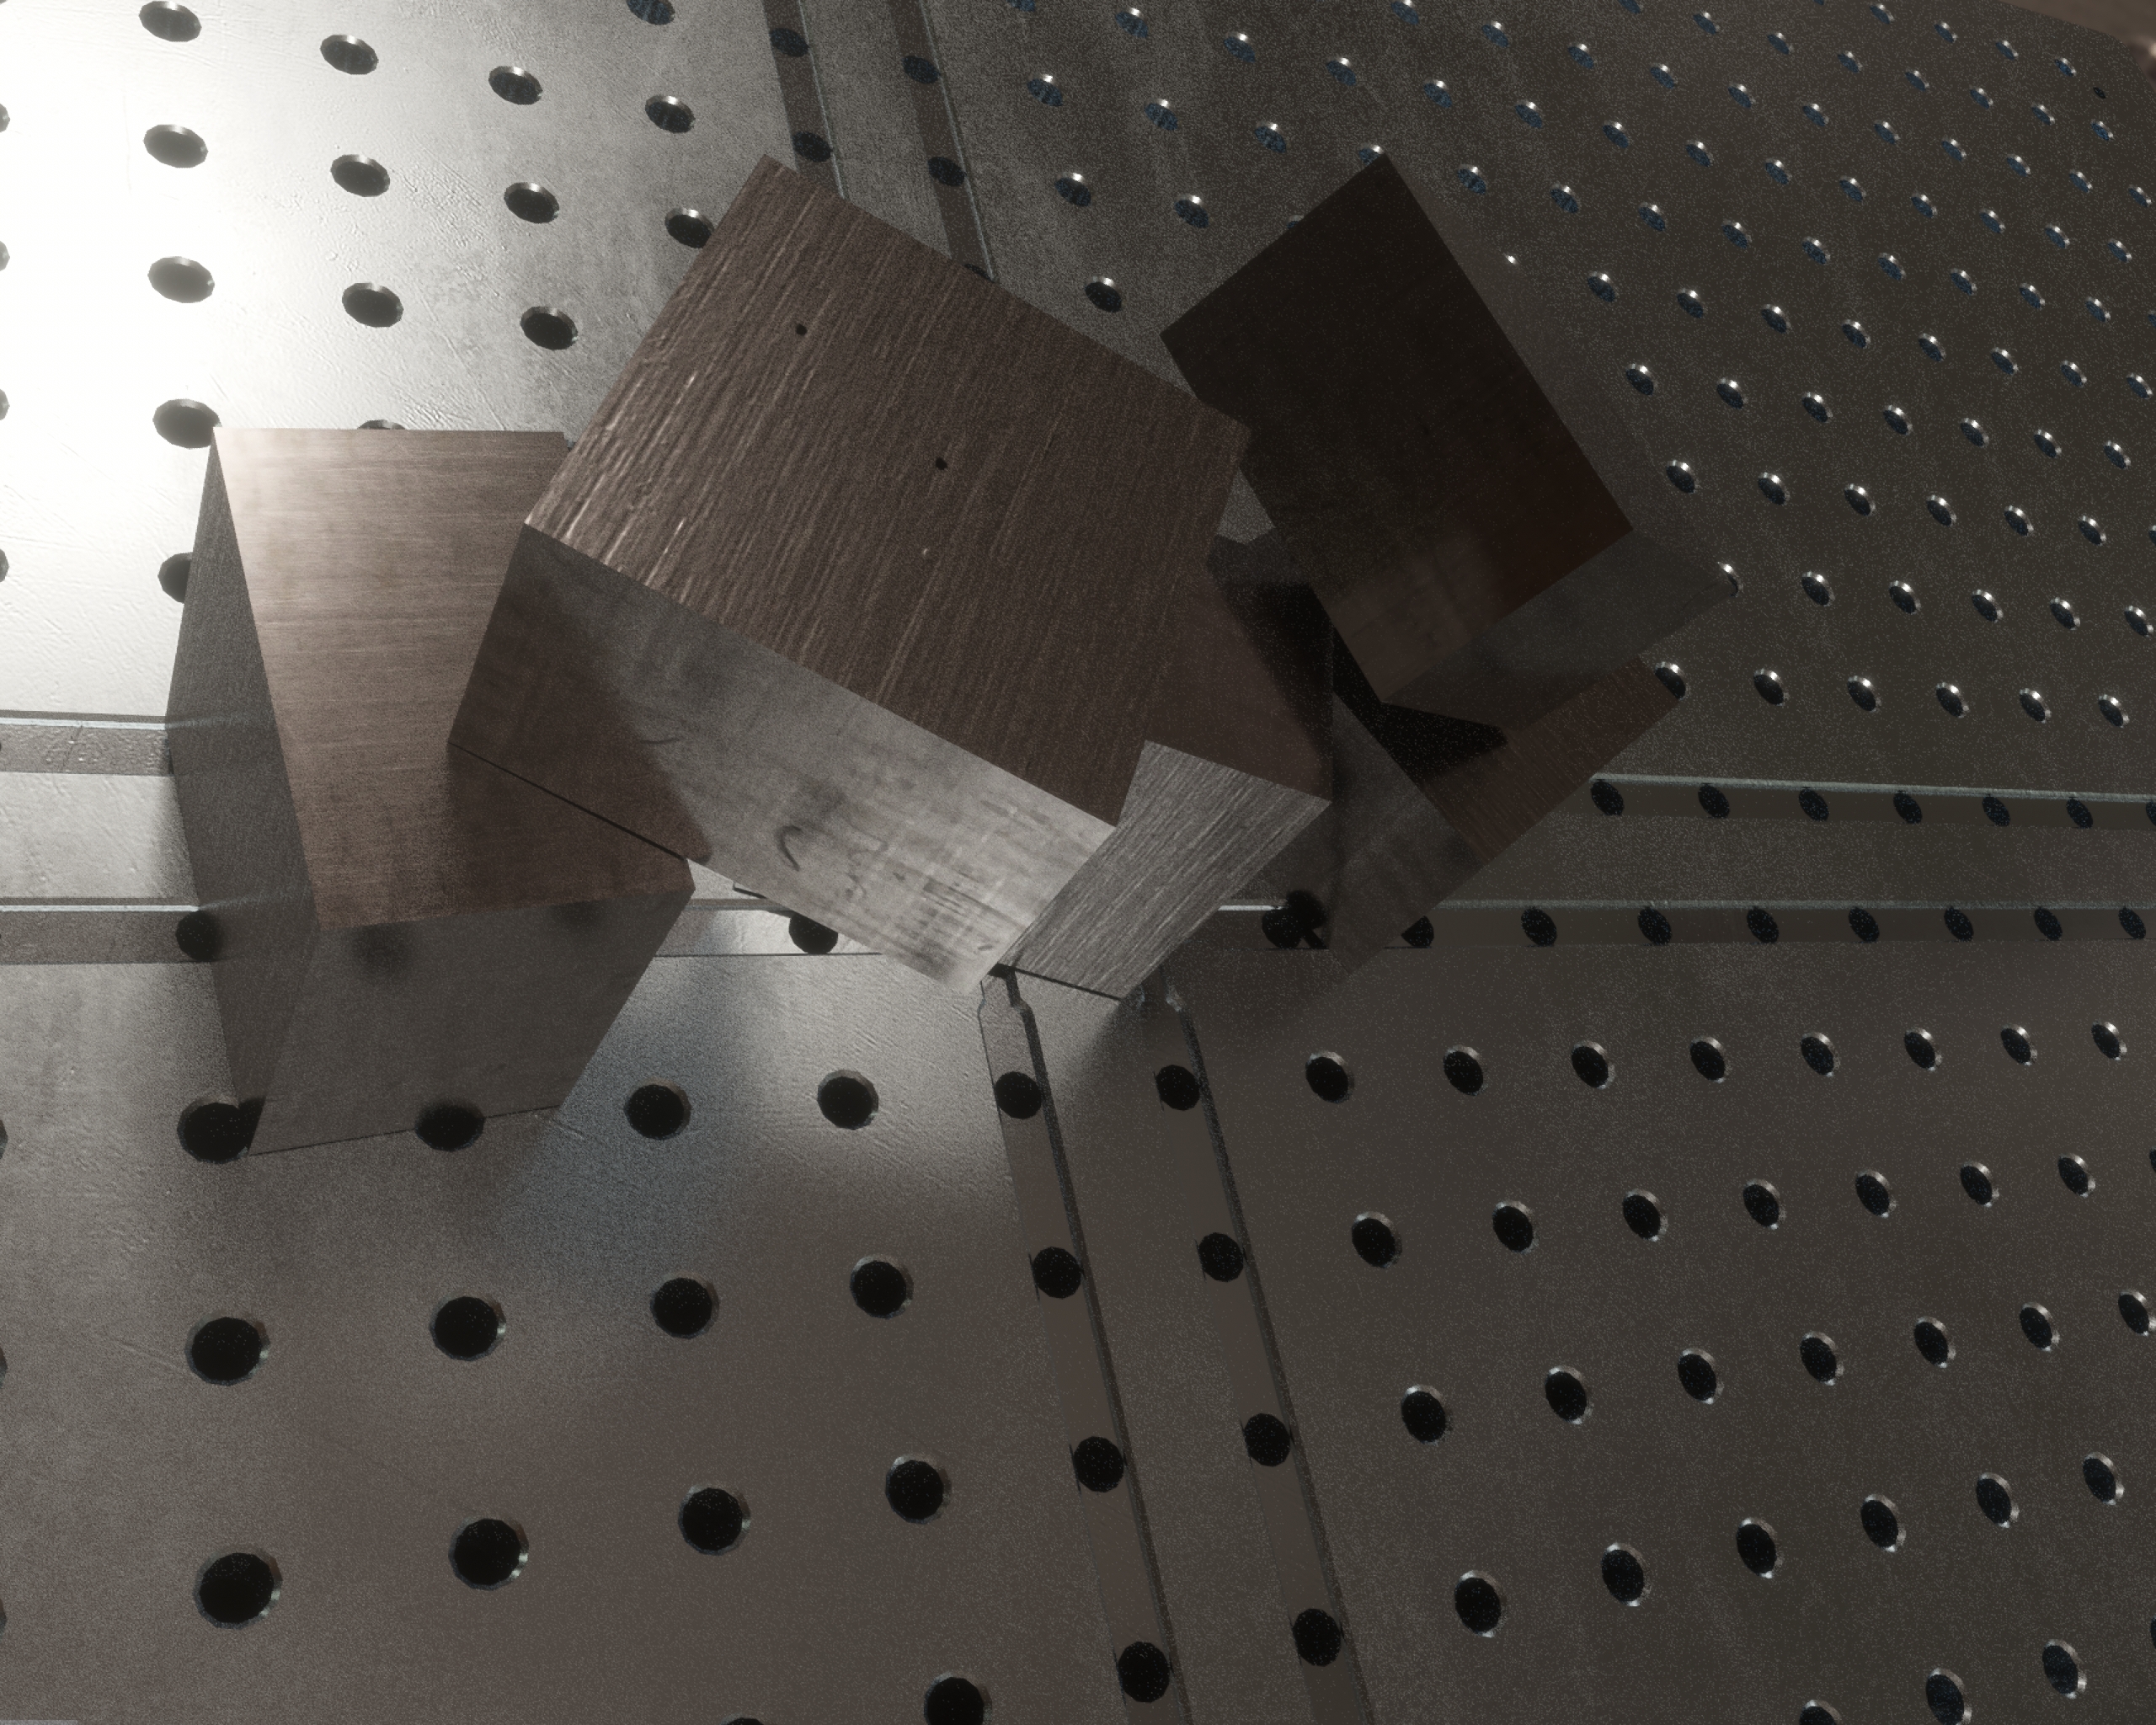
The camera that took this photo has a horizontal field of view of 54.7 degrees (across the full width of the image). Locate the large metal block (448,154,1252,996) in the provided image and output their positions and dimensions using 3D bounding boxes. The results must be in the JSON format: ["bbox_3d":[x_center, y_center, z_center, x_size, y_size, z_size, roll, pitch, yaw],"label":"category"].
[{"bbox_3d":[-0.030,-0.041,0.298,0.080,0.050,0.080,27,52,-11],"label":"large metal block"}]

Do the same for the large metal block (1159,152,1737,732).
[{"bbox_3d":[0.071,-0.074,0.389,0.080,0.050,0.080,1,57,-61],"label":"large metal block"}]

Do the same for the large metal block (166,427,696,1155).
[{"bbox_3d":[-0.104,-0.010,0.323,0.050,0.080,0.080,-6,65,-31],"label":"large metal block"}]

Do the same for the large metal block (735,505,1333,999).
[{"bbox_3d":[-0.009,-0.024,0.383,0.081,0.080,0.050,17,55,-19],"label":"large metal block"}]

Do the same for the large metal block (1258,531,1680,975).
[{"bbox_3d":[0.069,-0.036,0.453,0.081,0.050,0.080,-35,81,-39],"label":"large metal block"}]
